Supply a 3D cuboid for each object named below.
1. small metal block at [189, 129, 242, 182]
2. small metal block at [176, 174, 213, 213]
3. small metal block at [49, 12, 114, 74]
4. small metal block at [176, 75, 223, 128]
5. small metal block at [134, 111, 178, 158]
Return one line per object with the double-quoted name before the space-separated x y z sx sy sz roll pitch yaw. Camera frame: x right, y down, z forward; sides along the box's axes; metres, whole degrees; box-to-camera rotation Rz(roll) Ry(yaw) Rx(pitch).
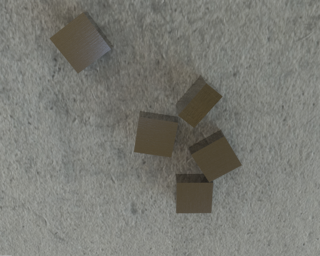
"small metal block" 0.076 0.038 0.425 0.050 0.025 0.050 -30 108 10
"small metal block" 0.048 0.094 0.445 0.050 0.025 0.050 0 110 -1
"small metal block" -0.092 -0.102 0.371 0.050 0.025 0.050 -34 107 11
"small metal block" 0.047 -0.034 0.385 0.025 0.050 0.050 37 106 -13
"small metal block" -0.006 0.008 0.413 0.050 0.025 0.050 9 110 -4
